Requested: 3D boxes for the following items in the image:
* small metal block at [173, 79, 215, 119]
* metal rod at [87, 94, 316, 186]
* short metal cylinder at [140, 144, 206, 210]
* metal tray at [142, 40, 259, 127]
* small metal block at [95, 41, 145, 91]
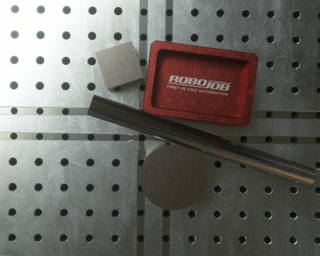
[{"bbox_3d":[0.044,-0.038,0.414,0.050,0.025,0.050,5,90,-1],"label":"small metal block"},{"bbox_3d":[0.061,0.020,0.382,0.302,0.025,0.025,18,90,-13],"label":"metal rod"},{"bbox_3d":[0.016,0.060,0.401,0.081,0.050,0.079,0,90,-1],"label":"short metal cylinder"},{"bbox_3d":[0.049,-0.053,0.386,0.131,0.030,0.089,8,90,0],"label":"metal tray"},{"bbox_3d":[-0.053,-0.082,0.413,0.050,0.025,0.050,-18,90,-1],"label":"small metal block"}]
